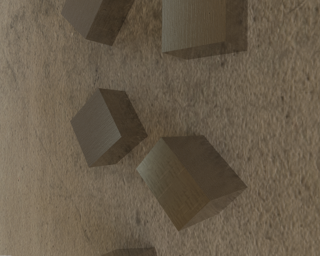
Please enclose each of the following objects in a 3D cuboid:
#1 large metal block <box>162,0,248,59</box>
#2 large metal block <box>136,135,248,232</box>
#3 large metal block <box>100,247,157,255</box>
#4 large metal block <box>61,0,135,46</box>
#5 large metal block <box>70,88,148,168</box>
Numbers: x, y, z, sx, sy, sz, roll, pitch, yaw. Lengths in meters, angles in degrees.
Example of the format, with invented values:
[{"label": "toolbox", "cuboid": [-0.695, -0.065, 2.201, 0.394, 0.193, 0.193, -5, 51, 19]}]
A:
[{"label": "large metal block", "cuboid": [0.049, -0.125, 0.347, 0.080, 0.050, 0.079, 1, 91, 39]}, {"label": "large metal block", "cuboid": [0.035, 0.055, 0.339, 0.080, 0.081, 0.050, 52, 120, 27]}, {"label": "large metal block", "cuboid": [-0.044, 0.213, 0.423, 0.080, 0.050, 0.080, -20, 77, 38]}, {"label": "large metal block", "cuboid": [-0.095, -0.183, 0.464, 0.080, 0.050, 0.080, 47, 118, 29]}, {"label": "large metal block", "cuboid": [-0.076, 0.000, 0.449, 0.080, 0.050, 0.080, -41, 65, 32]}]
